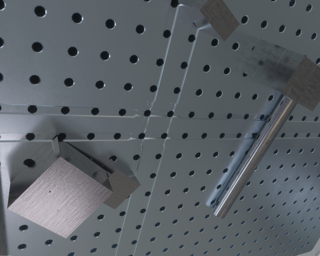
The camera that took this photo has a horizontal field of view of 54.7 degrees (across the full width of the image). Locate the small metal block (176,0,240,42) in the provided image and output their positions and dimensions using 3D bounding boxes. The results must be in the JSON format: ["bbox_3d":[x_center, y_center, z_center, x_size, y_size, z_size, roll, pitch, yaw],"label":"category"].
[{"bbox_3d":[0.053,-0.128,0.345,0.025,0.050,0.050,-49,129,6],"label":"small metal block"}]

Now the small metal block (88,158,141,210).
[{"bbox_3d":[-0.064,0.077,0.424,0.050,0.025,0.050,-44,130,2],"label":"small metal block"}]

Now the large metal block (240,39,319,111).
[{"bbox_3d":[0.173,-0.073,0.425,0.080,0.080,0.050,19,109,-36],"label":"large metal block"}]

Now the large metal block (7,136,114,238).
[{"bbox_3d":[-0.117,0.071,0.368,0.080,0.050,0.080,-45,122,3],"label":"large metal block"}]

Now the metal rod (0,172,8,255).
[{"bbox_3d":[-0.190,0.058,0.342,0.025,0.025,0.298,-5,121,-26],"label":"metal rod"}]

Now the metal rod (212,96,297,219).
[{"bbox_3d":[0.171,0.029,0.522,0.025,0.025,0.298,15,111,-34],"label":"metal rod"}]
